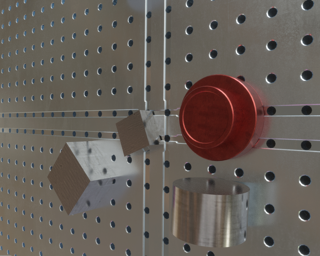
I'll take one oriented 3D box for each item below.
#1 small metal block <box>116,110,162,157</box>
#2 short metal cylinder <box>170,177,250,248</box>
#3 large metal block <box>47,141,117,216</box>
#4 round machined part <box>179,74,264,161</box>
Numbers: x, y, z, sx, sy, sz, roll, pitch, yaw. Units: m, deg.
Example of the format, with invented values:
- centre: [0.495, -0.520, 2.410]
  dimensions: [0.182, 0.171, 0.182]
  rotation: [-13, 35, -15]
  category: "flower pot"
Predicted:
- centre: [-0.031, 0.008, 0.432]
  dimensions: [0.050, 0.025, 0.050]
  rotation: [-26, 74, 36]
  category: "small metal block"
- centre: [0.053, 0.085, 0.329]
  dimensions: [0.080, 0.081, 0.050]
  rotation: [5, 93, 39]
  category: "short metal cylinder"
- centre: [-0.126, 0.078, 0.494]
  dimensions: [0.080, 0.050, 0.080]
  rotation: [49, 119, 28]
  category: "large metal block"
- centre: [0.061, -0.011, 0.347]
  dimensions: [0.098, 0.042, 0.097]
  rotation: [0, 90, 39]
  category: "round machined part"
